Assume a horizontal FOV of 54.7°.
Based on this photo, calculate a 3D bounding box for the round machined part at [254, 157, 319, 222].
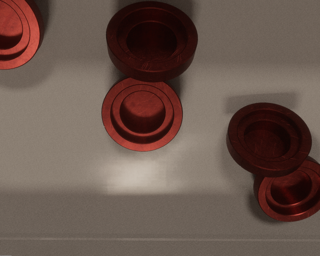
[{"bbox_3d":[0.180,0.078,0.434,0.099,0.042,0.097,0,110,-1],"label":"round machined part"}]

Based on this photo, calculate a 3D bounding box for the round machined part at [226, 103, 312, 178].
[{"bbox_3d":[0.133,0.019,0.392,0.099,0.098,0.042,-4,146,1],"label":"round machined part"}]

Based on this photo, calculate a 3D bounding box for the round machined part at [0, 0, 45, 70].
[{"bbox_3d":[-0.181,-0.119,0.348,0.099,0.042,0.097,-3,124,-5],"label":"round machined part"}]

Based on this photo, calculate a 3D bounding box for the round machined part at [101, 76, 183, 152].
[{"bbox_3d":[-0.022,-0.023,0.394,0.099,0.042,0.097,0,110,-1],"label":"round machined part"}]

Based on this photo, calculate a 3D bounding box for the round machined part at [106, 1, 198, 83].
[{"bbox_3d":[-0.010,-0.092,0.350,0.099,0.098,0.042,2,155,-4],"label":"round machined part"}]
